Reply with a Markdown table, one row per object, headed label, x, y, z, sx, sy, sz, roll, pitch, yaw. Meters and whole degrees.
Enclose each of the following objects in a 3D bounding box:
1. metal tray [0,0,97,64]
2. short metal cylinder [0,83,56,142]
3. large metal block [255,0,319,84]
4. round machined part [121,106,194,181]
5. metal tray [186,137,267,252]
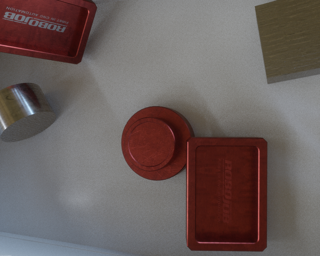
| label | x | y | z | sx | sy | sz | roll | pitch | yaw |
| --- | --- | --- | --- | --- | --- | --- | --- | --- | --- |
| metal tray | -0.157 | -0.138 | 0.398 | 0.030 | 0.131 | 0.089 | 50 | 126 | 40 |
| short metal cylinder | -0.201 | -0.022 | 0.450 | 0.080 | 0.080 | 0.050 | -35 | 79 | 16 |
| large metal block | 0.154 | -0.099 | 0.343 | 0.080 | 0.050 | 0.080 | -10 | 87 | 19 |
| round machined part | -0.007 | 0.020 | 0.403 | 0.098 | 0.042 | 0.097 | 0 | 90 | 19 |
| metal tray | 0.077 | 0.075 | 0.366 | 0.091 | 0.030 | 0.129 | 0 | 90 | 1 |
